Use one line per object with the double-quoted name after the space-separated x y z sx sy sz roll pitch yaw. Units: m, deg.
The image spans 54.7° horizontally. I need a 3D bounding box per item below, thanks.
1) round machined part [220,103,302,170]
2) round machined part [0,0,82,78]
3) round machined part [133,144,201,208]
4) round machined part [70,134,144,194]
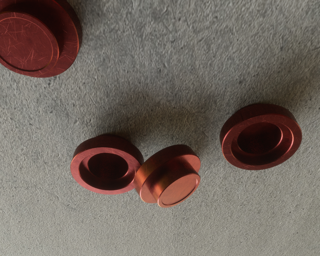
0.127 0.007 0.403 0.099 0.042 0.097 0 130 0 "round machined part"
-0.133 -0.093 0.316 0.099 0.042 0.097 0 130 0 "round machined part"
0.016 0.073 0.430 0.099 0.042 0.097 -23 141 -20 "round machined part"
-0.071 0.047 0.435 0.099 0.042 0.097 0 130 0 "round machined part"
